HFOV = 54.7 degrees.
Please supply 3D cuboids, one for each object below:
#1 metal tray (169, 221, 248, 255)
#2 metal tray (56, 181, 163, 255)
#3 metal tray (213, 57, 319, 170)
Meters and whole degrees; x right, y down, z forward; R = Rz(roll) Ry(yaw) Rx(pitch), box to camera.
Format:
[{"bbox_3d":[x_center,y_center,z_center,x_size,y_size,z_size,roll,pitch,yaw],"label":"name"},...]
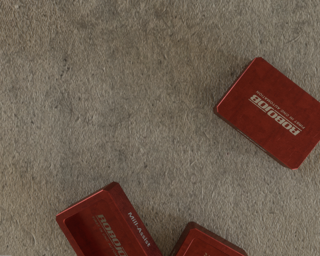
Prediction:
[{"bbox_3d":[0.048,0.203,0.407,0.090,0.030,0.130,30,90,0],"label":"metal tray"},{"bbox_3d":[-0.061,0.144,0.391,0.090,0.030,0.130,-31,90,21],"label":"metal tray"},{"bbox_3d":[0.149,-0.019,0.408,0.130,0.030,0.090,38,90,0],"label":"metal tray"}]
